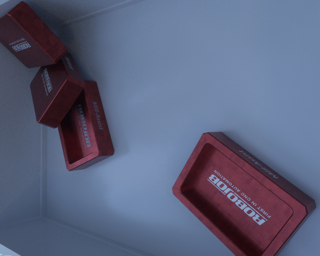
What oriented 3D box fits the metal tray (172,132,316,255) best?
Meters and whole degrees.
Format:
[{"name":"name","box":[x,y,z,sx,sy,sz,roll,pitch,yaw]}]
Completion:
[{"name":"metal tray","box":[0.082,0.075,0.335,0.130,0.030,0.089,40,114,32]}]

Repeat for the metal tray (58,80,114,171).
[{"name":"metal tray","box":[-0.129,-0.004,0.510,0.090,0.030,0.129,-27,73,37]}]

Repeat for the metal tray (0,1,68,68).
[{"name":"metal tray","box":[-0.212,-0.141,0.491,0.130,0.090,0.030,7,55,49]}]

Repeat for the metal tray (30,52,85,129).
[{"name":"metal tray","box":[-0.173,-0.071,0.511,0.090,0.030,0.130,-52,41,15]}]
